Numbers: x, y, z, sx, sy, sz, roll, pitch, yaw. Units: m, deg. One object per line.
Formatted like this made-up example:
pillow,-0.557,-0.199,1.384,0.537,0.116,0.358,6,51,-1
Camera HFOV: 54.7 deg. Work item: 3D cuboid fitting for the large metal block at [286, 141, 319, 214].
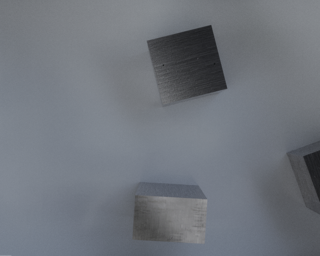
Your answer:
large metal block,0.225,0.058,0.400,0.080,0.050,0.080,-20,90,0

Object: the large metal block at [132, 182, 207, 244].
large metal block,0.011,0.101,0.384,0.080,0.080,0.050,4,90,0

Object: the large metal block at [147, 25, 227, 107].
large metal block,0.033,-0.077,0.399,0.080,0.050,0.080,-14,90,0
